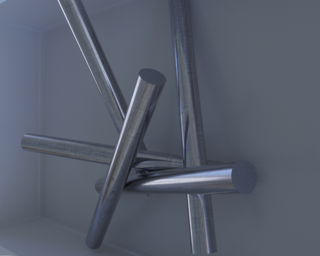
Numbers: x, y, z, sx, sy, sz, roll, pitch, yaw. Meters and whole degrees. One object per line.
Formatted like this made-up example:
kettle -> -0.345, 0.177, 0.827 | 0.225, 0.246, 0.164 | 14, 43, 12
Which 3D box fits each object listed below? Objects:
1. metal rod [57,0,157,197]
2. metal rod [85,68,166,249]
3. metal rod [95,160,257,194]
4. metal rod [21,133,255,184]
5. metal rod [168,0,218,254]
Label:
metal rod -> -0.063, -0.050, 0.380 | 0.025, 0.025, 0.299 | -13, 106, 39
metal rod -> -0.052, 0.061, 0.365 | 0.025, 0.025, 0.298 | 49, 136, 28
metal rod -> -0.013, 0.063, 0.353 | 0.299, 0.025, 0.025 | -20, 77, 58
metal rod -> -0.042, 0.036, 0.377 | 0.301, 0.025, 0.025 | 7, 95, 20
metal rod -> 0.032, -0.023, 0.342 | 0.025, 0.025, 0.299 | -18, 67, 38
